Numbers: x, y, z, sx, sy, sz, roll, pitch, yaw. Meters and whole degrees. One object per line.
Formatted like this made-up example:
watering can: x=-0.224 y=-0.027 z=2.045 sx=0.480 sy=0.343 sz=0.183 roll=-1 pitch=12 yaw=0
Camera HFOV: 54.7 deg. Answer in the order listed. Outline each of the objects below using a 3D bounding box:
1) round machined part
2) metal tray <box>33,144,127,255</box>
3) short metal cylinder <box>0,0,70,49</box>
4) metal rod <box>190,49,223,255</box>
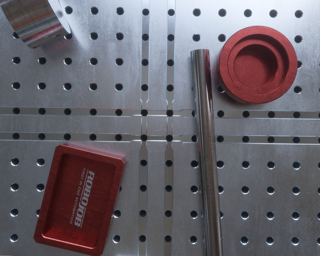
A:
round machined part: x=0.122 y=-0.079 z=0.406 sx=0.099 sy=0.042 sz=0.097 roll=0 pitch=90 yaw=0
metal tray: x=-0.104 y=0.093 z=0.409 sx=0.091 sy=0.030 sz=0.129 roll=14 pitch=90 yaw=0
short metal cylinder: x=-0.154 y=-0.146 z=0.384 sx=0.050 sy=0.080 sz=0.080 roll=-24 pitch=90 yaw=0
metal rod: x=0.063 y=0.047 z=0.413 sx=0.025 sy=0.025 sz=0.298 roll=-4 pitch=90 yaw=0
